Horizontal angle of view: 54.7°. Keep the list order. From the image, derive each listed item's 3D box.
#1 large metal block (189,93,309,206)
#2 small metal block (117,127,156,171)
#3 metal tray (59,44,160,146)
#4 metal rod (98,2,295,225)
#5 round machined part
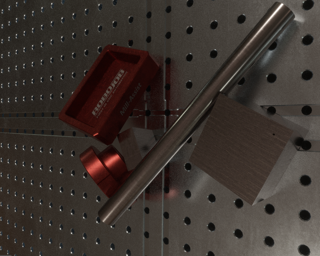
[{"bbox_3d":[0.089,0.019,0.319,0.080,0.050,0.079,34,111,34],"label":"large metal block"},{"bbox_3d":[-0.025,0.028,0.409,0.025,0.050,0.050,-26,74,24],"label":"small metal block"},{"bbox_3d":[-0.070,-0.050,0.422,0.090,0.030,0.130,21,75,38],"label":"metal tray"},{"bbox_3d":[0.030,-0.005,0.339,0.299,0.025,0.025,-50,60,12],"label":"metal rod"},{"bbox_3d":[-0.061,0.061,0.423,0.042,0.098,0.098,-39,61,-6],"label":"round machined part"}]
